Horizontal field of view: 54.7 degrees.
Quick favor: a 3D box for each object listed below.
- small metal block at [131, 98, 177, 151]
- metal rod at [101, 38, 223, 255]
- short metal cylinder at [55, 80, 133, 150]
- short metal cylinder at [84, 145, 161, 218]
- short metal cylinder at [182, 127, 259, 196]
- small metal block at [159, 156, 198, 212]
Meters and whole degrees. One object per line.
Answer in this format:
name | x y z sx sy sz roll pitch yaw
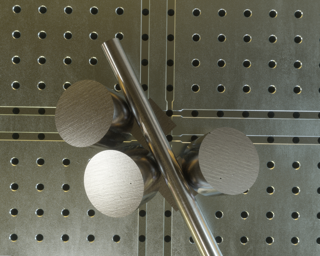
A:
small metal block | -0.014 -0.004 0.410 0.050 0.025 0.050 -43 90 0
metal rod | 0.002 0.029 0.384 0.025 0.025 0.299 -26 90 0
short metal cylinder | -0.080 -0.014 0.383 0.080 0.050 0.080 -3 81 20
short metal cylinder | -0.045 0.063 0.383 0.080 0.050 0.079 2 95 22
short metal cylinder | 0.074 0.044 0.385 0.081 0.050 0.080 5 74 -18
small metal block | 0.024 0.073 0.410 0.050 0.025 0.050 -40 90 0
